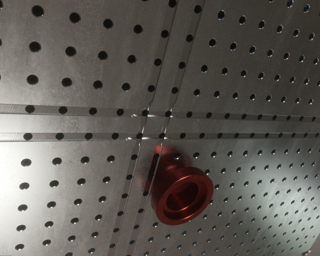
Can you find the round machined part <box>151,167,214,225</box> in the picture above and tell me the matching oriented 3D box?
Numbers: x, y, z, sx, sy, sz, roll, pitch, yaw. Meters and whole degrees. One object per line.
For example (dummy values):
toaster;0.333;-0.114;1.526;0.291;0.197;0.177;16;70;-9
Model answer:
round machined part;0.031;0.100;0.481;0.099;0.042;0.097;-14;125;-21
